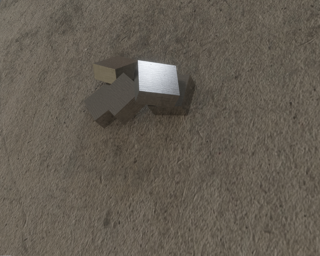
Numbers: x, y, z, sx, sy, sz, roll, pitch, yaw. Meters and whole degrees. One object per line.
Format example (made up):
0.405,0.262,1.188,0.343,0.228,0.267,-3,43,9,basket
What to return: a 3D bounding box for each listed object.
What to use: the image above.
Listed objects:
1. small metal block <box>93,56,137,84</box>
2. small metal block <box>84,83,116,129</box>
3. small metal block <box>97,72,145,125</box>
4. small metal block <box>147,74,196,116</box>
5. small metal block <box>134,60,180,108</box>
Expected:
-0.067,-0.090,0.479,0.050,0.025,0.050,20,36,35,small metal block
-0.080,-0.035,0.467,0.050,0.025,0.050,-38,51,2,small metal block
-0.049,-0.040,0.421,0.050,0.025,0.050,-44,51,-3,small metal block
0.017,-0.044,0.423,0.050,0.025,0.050,2,63,29,small metal block
-0.005,-0.056,0.393,0.050,0.025,0.050,5,56,-15,small metal block
